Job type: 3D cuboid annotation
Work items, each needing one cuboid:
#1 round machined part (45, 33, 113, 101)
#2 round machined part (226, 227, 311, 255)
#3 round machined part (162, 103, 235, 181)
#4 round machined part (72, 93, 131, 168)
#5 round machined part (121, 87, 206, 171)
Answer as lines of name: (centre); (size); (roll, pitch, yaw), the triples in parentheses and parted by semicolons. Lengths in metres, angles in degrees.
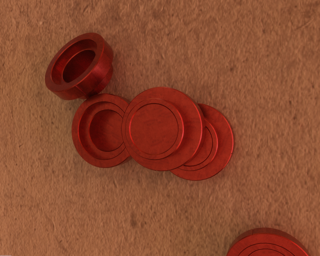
round machined part: (-0.103, -0.078, 0.420); (0.098, 0.042, 0.098); (-16, 54, 23)
round machined part: (0.125, 0.163, 0.356); (0.098, 0.042, 0.097); (0, 90, 19)
round machined part: (0.041, 0.017, 0.385); (0.098, 0.042, 0.097); (0, 90, 19)
round machined part: (-0.067, 0.003, 0.422); (0.098, 0.042, 0.097); (0, 90, 19)
round machined part: (0.000, 0.001, 0.355); (0.098, 0.042, 0.097); (0, 90, 19)
